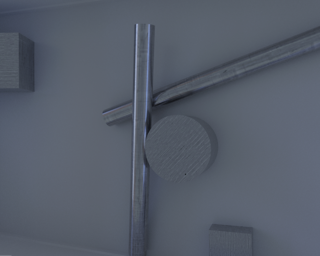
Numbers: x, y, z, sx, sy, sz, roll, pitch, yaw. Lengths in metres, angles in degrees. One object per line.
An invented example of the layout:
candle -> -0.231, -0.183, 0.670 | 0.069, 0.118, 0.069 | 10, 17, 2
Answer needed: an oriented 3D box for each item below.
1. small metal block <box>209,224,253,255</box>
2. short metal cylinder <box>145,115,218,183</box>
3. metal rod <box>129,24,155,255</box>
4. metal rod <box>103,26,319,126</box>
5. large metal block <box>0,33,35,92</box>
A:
small metal block -> 0.087, 0.148, 0.379 | 0.050, 0.025, 0.050 | -1, 90, 19
short metal cylinder -> 0.028, 0.024, 0.387 | 0.080, 0.050, 0.079 | 0, 90, 19
metal rod -> -0.024, 0.023, 0.398 | 0.025, 0.025, 0.298 | 5, 99, 19
metal rod -> 0.062, -0.061, 0.388 | 0.300, 0.025, 0.025 | -19, 84, 18
large metal block -> -0.241, -0.097, 0.469 | 0.080, 0.050, 0.079 | 0, 90, 2
